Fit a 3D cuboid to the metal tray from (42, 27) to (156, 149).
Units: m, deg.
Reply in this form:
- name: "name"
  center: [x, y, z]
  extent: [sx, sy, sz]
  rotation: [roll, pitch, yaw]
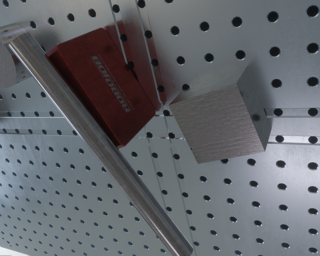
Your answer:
- name: "metal tray"
  center: [-0.067, -0.048, 0.374]
  extent: [0.030, 0.090, 0.130]
  rotation: [-22, 107, 36]

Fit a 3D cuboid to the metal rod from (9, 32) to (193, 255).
- name: "metal rod"
  center: [-0.056, 0.030, 0.341]
  extent: [0.025, 0.025, 0.299]
  rotation: [-27, 104, 37]

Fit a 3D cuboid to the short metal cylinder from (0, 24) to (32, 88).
- name: "short metal cylinder"
  center: [-0.220, -0.104, 0.446]
  extent: [0.080, 0.050, 0.079]
  rotation: [13, 124, 21]

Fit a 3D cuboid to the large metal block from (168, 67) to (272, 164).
- name: "large metal block"
  center: [0.070, -0.012, 0.351]
  extent: [0.080, 0.050, 0.080]
  rotation: [-16, 110, 34]
